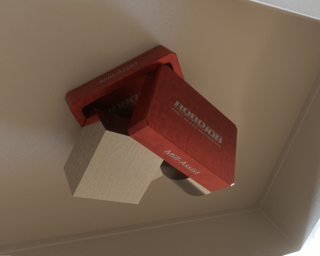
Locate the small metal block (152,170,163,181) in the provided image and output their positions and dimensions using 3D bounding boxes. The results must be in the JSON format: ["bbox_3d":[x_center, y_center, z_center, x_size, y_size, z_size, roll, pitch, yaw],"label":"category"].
[{"bbox_3d":[-0.029,0.052,0.425,0.050,0.025,0.050,-26,128,-13],"label":"small metal block"}]

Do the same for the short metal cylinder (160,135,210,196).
[{"bbox_3d":[0.047,0.047,0.428,0.080,0.080,0.050,-43,130,1],"label":"short metal cylinder"}]

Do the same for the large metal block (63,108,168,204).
[{"bbox_3d":[-0.049,0.033,0.344,0.081,0.050,0.080,18,109,-36],"label":"large metal block"}]

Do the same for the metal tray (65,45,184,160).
[{"bbox_3d":[-0.032,-0.029,0.369,0.131,0.030,0.090,-30,129,-10],"label":"metal tray"}]

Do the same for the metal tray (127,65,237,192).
[{"bbox_3d":[0.033,0.002,0.347,0.130,0.090,0.030,37,136,-25],"label":"metal tray"}]
